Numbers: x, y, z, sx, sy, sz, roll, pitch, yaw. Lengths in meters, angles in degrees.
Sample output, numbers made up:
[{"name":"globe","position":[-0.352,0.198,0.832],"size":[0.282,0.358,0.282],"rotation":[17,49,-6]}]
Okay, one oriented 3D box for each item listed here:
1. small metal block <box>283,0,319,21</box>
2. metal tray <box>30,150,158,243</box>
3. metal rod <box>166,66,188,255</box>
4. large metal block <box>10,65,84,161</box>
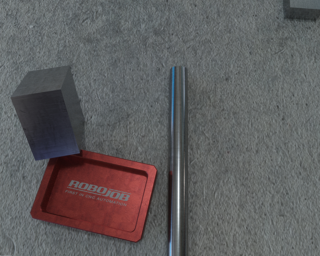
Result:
[{"name":"small metal block","position":[0.222,-0.198,0.483],"size":[0.050,0.025,0.050],"rotation":[5,70,1]},{"name":"metal tray","position":[-0.076,0.078,0.375],"size":[0.131,0.030,0.090],"rotation":[12,70,4]},{"name":"metal rod","position":[0.022,0.059,0.386],"size":[0.025,0.025,0.299],"rotation":[2,70,0]},{"name":"large metal block","position":[-0.127,-0.020,0.367],"size":[0.050,0.079,0.080],"rotation":[-10,30,-4]}]
